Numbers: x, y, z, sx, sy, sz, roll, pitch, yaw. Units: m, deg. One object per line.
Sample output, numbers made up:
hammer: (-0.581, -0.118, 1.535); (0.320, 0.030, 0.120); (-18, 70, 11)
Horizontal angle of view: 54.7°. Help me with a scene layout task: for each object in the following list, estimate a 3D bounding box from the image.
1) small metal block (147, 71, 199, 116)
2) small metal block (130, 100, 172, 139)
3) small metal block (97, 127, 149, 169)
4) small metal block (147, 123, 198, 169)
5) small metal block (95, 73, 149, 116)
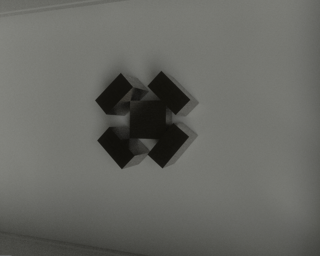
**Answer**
small metal block: (0.018, -0.042, 0.388); (0.025, 0.050, 0.050); (-46, 77, 13)
small metal block: (-0.012, -0.011, 0.412); (0.050, 0.025, 0.050); (1, 90, 20)
small metal block: (-0.047, 0.025, 0.412); (0.050, 0.050, 0.025); (47, 105, 14)
small metal block: (0.017, 0.021, 0.388); (0.025, 0.050, 0.050); (42, 102, 14)
small metal block: (-0.049, -0.043, 0.412); (0.050, 0.050, 0.025); (-44, 76, 15)
